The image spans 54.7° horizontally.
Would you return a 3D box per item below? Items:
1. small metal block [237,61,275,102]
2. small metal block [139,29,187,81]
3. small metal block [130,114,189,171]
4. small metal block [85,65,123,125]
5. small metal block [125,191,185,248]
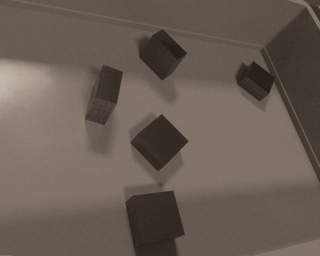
[{"bbox_3d":[0.172,-0.084,0.552,0.050,0.025,0.050,36,51,-4],"label":"small metal block"},{"bbox_3d":[0.004,-0.107,0.459,0.050,0.050,0.025,46,51,3],"label":"small metal block"},{"bbox_3d":[0.000,0.018,0.396,0.050,0.025,0.050,46,51,3],"label":"small metal block"},{"bbox_3d":[-0.069,-0.040,0.378,0.025,0.050,0.050,18,55,-19],"label":"small metal block"},{"bbox_3d":[-0.006,0.100,0.343,0.050,0.025,0.050,-1,62,-29],"label":"small metal block"}]
